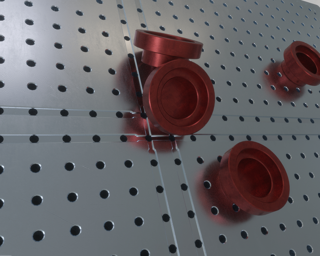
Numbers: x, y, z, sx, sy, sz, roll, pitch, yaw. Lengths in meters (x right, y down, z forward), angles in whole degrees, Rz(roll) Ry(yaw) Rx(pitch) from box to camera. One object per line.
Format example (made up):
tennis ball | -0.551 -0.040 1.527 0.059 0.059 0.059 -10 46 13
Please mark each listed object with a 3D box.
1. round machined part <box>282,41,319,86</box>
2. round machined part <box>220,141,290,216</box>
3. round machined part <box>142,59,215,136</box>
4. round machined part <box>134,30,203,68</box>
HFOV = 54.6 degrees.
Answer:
round machined part | 0.288 -0.125 0.627 0.099 0.042 0.098 13 56 -21
round machined part | 0.122 0.070 0.420 0.099 0.042 0.098 13 56 -21
round machined part | 0.021 -0.039 0.415 0.099 0.042 0.097 0 91 -27
round machined part | 0.010 -0.111 0.449 0.099 0.042 0.098 11 20 -4
